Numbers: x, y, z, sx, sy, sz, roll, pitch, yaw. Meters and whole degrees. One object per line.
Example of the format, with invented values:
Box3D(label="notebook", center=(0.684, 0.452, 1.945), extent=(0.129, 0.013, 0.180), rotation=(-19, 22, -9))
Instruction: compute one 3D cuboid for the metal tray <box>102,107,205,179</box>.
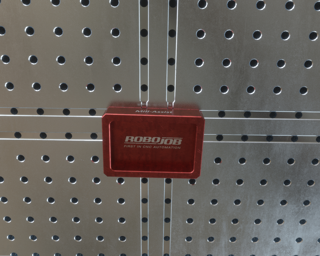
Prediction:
Box3D(label="metal tray", center=(-0.009, 0.021, 0.418), extent=(0.131, 0.030, 0.089), rotation=(2, 110, -1))
